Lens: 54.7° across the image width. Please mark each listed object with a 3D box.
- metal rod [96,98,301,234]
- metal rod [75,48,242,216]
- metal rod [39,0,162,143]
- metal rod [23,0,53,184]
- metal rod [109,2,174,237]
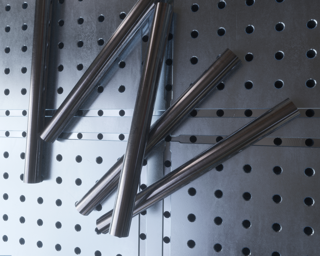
[{"bbox_3d":[0.037,0.057,0.398,0.300,0.025,0.025,-35,79,16],"label":"metal rod"},{"bbox_3d":[-0.011,0.014,0.415,0.299,0.025,0.025,-45,76,14],"label":"metal rod"},{"bbox_3d":[-0.077,-0.096,0.438,0.025,0.025,0.299,44,103,14],"label":"metal rod"},{"bbox_3d":[-0.187,-0.065,0.476,0.025,0.025,0.298,5,92,19],"label":"metal rod"},{"bbox_3d":[-0.023,-0.014,0.397,0.025,0.025,0.298,9,85,19],"label":"metal rod"}]
